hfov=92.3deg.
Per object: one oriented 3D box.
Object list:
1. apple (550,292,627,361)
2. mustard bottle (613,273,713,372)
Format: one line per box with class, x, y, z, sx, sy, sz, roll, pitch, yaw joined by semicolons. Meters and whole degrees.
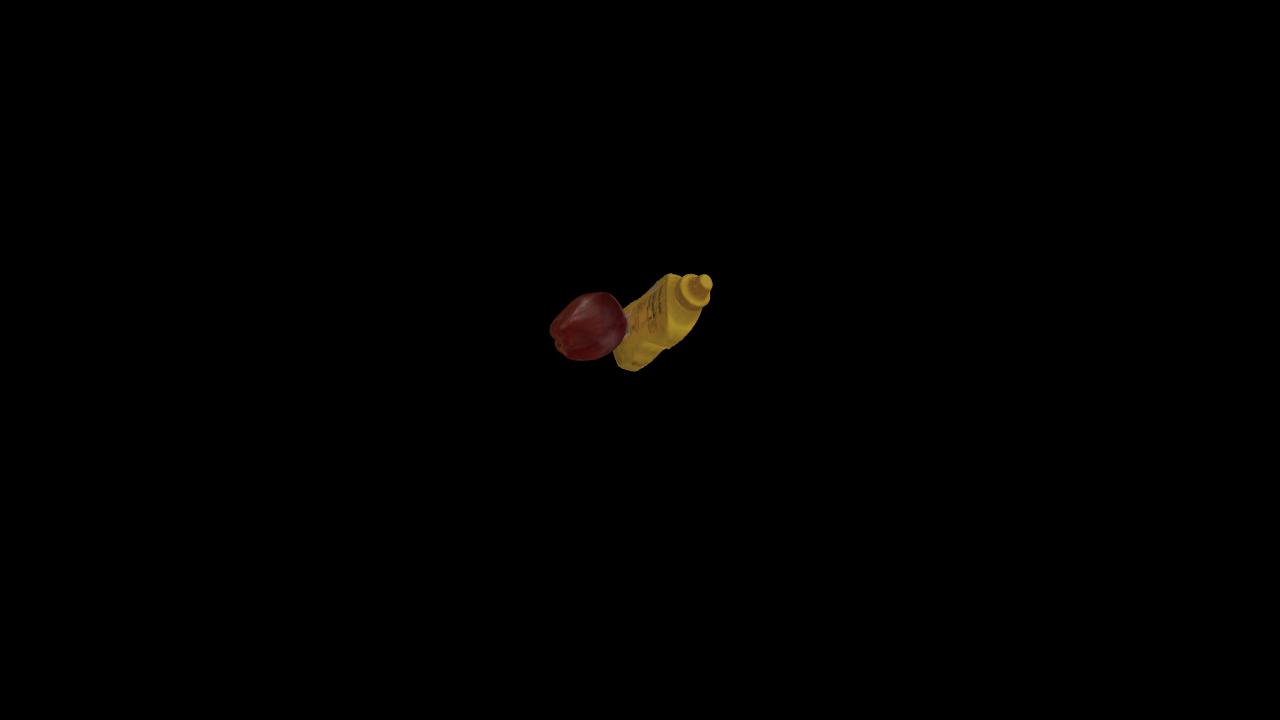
apple;-0.059;-0.040;0.741;0.093;0.079;0.079;-34;14;-21
mustard bottle;0.029;-0.056;0.750;0.054;0.092;0.184;21;-30;-23
